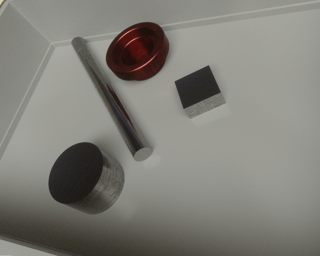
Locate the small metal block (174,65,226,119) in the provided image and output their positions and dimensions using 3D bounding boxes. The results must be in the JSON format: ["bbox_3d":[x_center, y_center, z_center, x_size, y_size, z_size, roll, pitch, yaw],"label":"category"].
[{"bbox_3d":[0.052,-0.047,0.406,0.050,0.025,0.050,-24,53,13],"label":"small metal block"}]

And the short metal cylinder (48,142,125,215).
[{"bbox_3d":[-0.093,0.065,0.397,0.080,0.050,0.080,-13,56,20],"label":"short metal cylinder"}]

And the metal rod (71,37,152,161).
[{"bbox_3d":[-0.088,-0.063,0.488,0.025,0.025,0.300,-37,51,3],"label":"metal rod"}]

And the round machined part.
[{"bbox_3d":[-0.030,-0.112,0.478,0.098,0.042,0.098,-13,56,20],"label":"round machined part"}]
